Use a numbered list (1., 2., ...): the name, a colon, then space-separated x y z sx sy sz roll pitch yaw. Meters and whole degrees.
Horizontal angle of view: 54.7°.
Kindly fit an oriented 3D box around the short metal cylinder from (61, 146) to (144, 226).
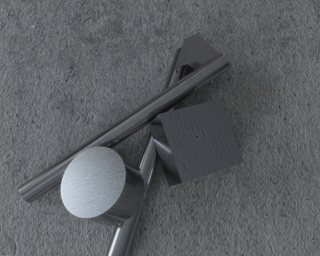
1. short metal cylinder: -0.065 0.068 0.357 0.080 0.050 0.080 -9 62 18

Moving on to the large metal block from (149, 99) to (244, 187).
1. large metal block: 0.042 0.018 0.374 0.081 0.050 0.080 -15 80 -19

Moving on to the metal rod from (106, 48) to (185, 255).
1. metal rod: -0.009 0.026 0.399 0.025 0.025 0.299 16 71 6

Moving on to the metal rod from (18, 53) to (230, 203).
1. metal rod: -0.040 -0.003 0.391 0.301 0.025 0.025 -34 74 -5

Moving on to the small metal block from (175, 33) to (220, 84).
1. small metal block: 0.053 -0.093 0.430 0.050 0.025 0.050 30 67 -32
